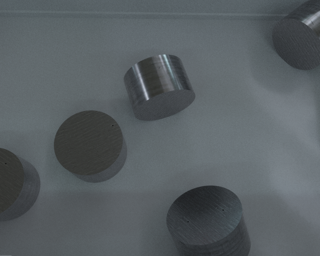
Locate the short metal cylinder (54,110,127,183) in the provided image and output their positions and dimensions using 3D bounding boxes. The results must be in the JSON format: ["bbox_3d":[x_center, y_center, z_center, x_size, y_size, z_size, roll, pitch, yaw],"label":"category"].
[{"bbox_3d":[-0.084,0.024,0.387,0.081,0.050,0.080,0,70,0],"label":"short metal cylinder"}]

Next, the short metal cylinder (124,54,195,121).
[{"bbox_3d":[-0.001,-0.050,0.398,0.080,0.080,0.050,-17,71,-6],"label":"short metal cylinder"}]

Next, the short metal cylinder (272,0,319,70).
[{"bbox_3d":[0.205,-0.128,0.428,0.050,0.080,0.080,-38,75,-12],"label":"short metal cylinder"}]

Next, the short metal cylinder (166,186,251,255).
[{"bbox_3d":[0.053,0.109,0.335,0.080,0.050,0.080,-15,29,9],"label":"short metal cylinder"}]

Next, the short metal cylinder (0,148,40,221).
[{"bbox_3d":[-0.193,0.068,0.370,0.081,0.050,0.080,0,70,0],"label":"short metal cylinder"}]
